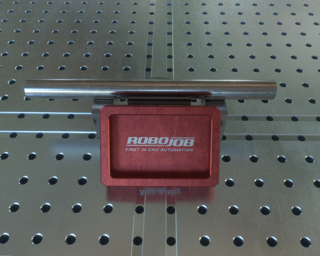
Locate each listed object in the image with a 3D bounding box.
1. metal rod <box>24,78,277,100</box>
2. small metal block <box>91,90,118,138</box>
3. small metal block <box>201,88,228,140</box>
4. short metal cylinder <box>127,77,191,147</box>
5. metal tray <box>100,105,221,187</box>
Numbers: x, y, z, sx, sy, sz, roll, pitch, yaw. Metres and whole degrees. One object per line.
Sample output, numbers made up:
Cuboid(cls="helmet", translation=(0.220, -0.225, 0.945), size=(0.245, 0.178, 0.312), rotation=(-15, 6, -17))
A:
Cuboid(cls="metal rod", translation=(-0.011, -0.048, 0.382), size=(0.302, 0.025, 0.025), rotation=(0, 50, 0))
Cuboid(cls="small metal block", translation=(-0.070, -0.022, 0.409), size=(0.025, 0.050, 0.050), rotation=(-1, 50, 0))
Cuboid(cls="small metal block", translation=(0.069, -0.019, 0.408), size=(0.025, 0.050, 0.050), rotation=(-1, 50, 0))
Cuboid(cls="short metal cylinder", translation=(-0.001, -0.022, 0.409), size=(0.080, 0.050, 0.080), rotation=(0, 50, 0))
Cuboid(cls="metal tray", translation=(0.000, 0.019, 0.352), size=(0.131, 0.089, 0.030), rotation=(0, 7, 0))
